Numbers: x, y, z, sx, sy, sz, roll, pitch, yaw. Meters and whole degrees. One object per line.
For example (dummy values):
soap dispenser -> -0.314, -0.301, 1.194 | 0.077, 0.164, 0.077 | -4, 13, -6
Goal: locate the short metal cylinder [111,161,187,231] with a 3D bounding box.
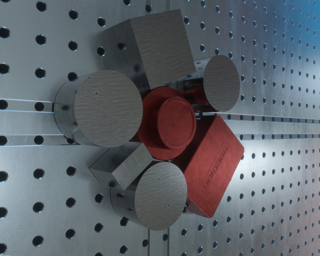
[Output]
short metal cylinder -> -0.013, 0.079, 0.381 | 0.081, 0.050, 0.080 | 0, 90, -40

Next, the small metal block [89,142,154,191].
small metal block -> -0.044, 0.041, 0.354 | 0.050, 0.050, 0.025 | -45, 117, -31

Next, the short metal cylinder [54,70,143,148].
short metal cylinder -> -0.066, -0.020, 0.336 | 0.081, 0.050, 0.080 | 0, 90, -40

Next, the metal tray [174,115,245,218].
metal tray -> 0.071, 0.055, 0.464 | 0.090, 0.030, 0.130 | 48, 61, -29

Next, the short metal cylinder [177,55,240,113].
short metal cylinder -> 0.072, -0.062, 0.452 | 0.081, 0.050, 0.080 | 0, 90, -40

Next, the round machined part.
round machined part -> 0.009, -0.006, 0.405 | 0.099, 0.042, 0.097 | 0, 90, -40

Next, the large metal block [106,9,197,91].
large metal block -> -0.009, -0.095, 0.385 | 0.081, 0.050, 0.080 | -27, 107, -37
